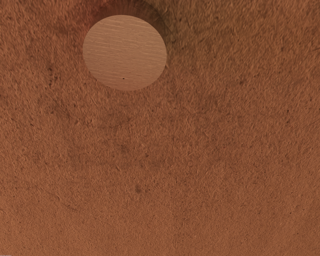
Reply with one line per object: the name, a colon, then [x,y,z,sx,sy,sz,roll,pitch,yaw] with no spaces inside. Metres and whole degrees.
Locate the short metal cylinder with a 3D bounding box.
short metal cylinder: [-0.034,-0.085,0.318,0.080,0.050,0.080,0,130,0]
